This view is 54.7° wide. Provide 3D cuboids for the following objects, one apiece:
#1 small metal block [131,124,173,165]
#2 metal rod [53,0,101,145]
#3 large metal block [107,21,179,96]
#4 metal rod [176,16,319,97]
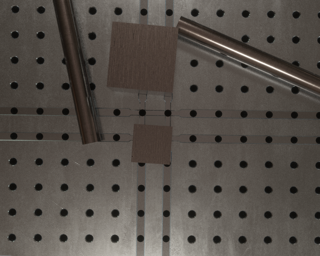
[{"bbox_3d":[-0.010,0.021,0.413,0.050,0.025,0.050,4,90,-1],"label":"small metal block"},{"bbox_3d":[-0.121,-0.126,0.411,0.025,0.025,0.298,-12,90,0],"label":"metal rod"},{"bbox_3d":[-0.021,-0.086,0.401,0.081,0.050,0.079,5,90,-1],"label":"large metal block"},{"bbox_3d":[0.162,-0.078,0.415,0.301,0.025,0.025,23,90,-1],"label":"metal rod"}]
